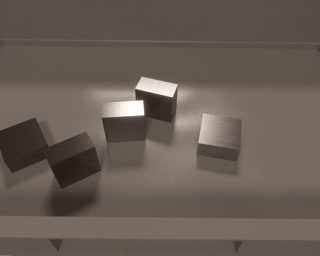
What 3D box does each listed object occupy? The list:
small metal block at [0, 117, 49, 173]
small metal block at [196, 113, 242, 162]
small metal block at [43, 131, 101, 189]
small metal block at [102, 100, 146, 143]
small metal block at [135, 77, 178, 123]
[{"bbox_3d":[-0.169,0.020,0.386,0.050,0.025,0.050,-24,54,-20],"label":"small metal block"},{"bbox_3d":[0.076,0.011,0.397,0.050,0.025,0.050,9,51,7],"label":"small metal block"},{"bbox_3d":[-0.099,0.038,0.356,0.050,0.050,0.025,-24,55,-19],"label":"small metal block"},{"bbox_3d":[-0.045,-0.007,0.394,0.050,0.050,0.025,-4,50,-4],"label":"small metal block"},{"bbox_3d":[-0.004,-0.038,0.421,0.050,0.050,0.025,14,52,11],"label":"small metal block"}]
